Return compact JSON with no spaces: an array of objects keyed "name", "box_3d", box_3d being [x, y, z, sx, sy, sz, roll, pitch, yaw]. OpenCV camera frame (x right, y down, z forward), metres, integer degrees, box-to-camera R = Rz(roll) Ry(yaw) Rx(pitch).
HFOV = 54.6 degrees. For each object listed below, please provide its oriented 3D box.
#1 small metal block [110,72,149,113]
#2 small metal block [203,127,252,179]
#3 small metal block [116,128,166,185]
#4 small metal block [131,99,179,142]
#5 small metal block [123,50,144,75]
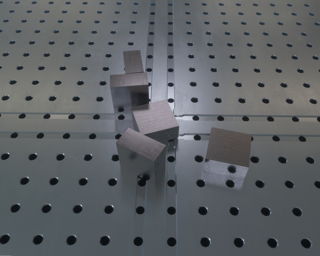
[{"name":"small metal block","box_3d":[-0.041,-0.049,0.432,0.050,0.050,0.025,-5,50,-4]},{"name":"small metal block","box_3d":[0.084,0.030,0.383,0.050,0.025,0.050,11,51,9]},{"name":"small metal block","box_3d":[-0.021,0.033,0.363,0.050,0.050,0.025,24,54,19]},{"name":"small metal block","box_3d":[-0.007,-0.007,0.414,0.050,0.025,0.050,-14,51,-11]},{"name":"small metal block","box_3d":[-0.038,-0.079,0.458,0.025,0.050,0.050,-7,50,-5]}]
